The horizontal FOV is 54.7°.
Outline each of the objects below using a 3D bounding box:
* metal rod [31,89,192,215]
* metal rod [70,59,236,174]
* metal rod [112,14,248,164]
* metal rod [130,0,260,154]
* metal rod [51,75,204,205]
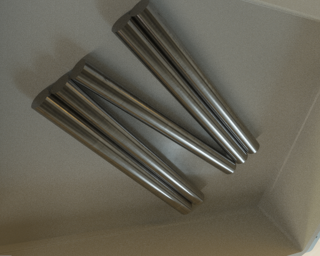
[{"bbox_3d":[-0.041,0.051,0.416,0.025,0.025,0.300,-44,129,2],"label":"metal rod"},{"bbox_3d":[0.014,0.002,0.416,0.301,0.025,0.025,32,100,-38],"label":"metal rod"},{"bbox_3d":[0.046,-0.030,0.413,0.025,0.025,0.300,-45,129,3],"label":"metal rod"},{"bbox_3d":[0.065,-0.046,0.414,0.025,0.025,0.300,-45,129,3],"label":"metal rod"},{"bbox_3d":[-0.021,0.035,0.417,0.025,0.025,0.300,-44,129,2],"label":"metal rod"}]
